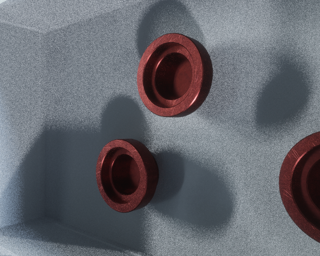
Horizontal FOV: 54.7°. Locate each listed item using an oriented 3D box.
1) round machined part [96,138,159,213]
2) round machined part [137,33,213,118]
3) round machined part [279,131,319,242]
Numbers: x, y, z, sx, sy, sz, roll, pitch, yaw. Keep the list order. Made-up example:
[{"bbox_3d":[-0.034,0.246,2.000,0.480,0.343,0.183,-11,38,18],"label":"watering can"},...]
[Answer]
[{"bbox_3d":[-0.040,0.063,0.427,0.098,0.042,0.097,0,90,39],"label":"round machined part"},{"bbox_3d":[0.022,-0.061,0.376,0.098,0.042,0.097,0,90,39],"label":"round machined part"},{"bbox_3d":[0.158,0.049,0.262,0.098,0.042,0.097,0,89,44],"label":"round machined part"}]
